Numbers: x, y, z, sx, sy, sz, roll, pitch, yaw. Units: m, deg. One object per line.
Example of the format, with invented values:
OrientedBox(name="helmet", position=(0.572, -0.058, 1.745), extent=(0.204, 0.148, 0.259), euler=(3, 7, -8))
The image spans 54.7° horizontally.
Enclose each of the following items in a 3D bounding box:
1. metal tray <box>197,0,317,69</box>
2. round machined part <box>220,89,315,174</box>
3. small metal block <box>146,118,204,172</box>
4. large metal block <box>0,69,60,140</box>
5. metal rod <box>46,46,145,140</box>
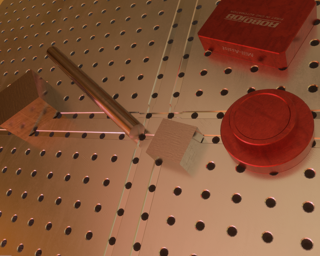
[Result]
OrientedBox(name="metal tray", position=(0.129, -0.138, 0.422), extent=(0.130, 0.030, 0.090), euler=(26, 76, 36))
OrientedBox(name="round machined part", position=(0.114, -0.003, 0.339), extent=(0.098, 0.042, 0.098), euler=(-13, 56, 20))
OrientedBox(name="small metal block", position=(0.018, 0.020, 0.385), extent=(0.050, 0.025, 0.050), euler=(16, 70, 34))
OrientedBox(name="large metal block", position=(-0.229, -0.041, 0.535), extent=(0.080, 0.050, 0.080), euler=(-35, 52, 4))
OrientedBox(name="metal rod", position=(-0.120, -0.071, 0.512), extent=(0.025, 0.025, 0.300), euler=(-46, 52, -4))
